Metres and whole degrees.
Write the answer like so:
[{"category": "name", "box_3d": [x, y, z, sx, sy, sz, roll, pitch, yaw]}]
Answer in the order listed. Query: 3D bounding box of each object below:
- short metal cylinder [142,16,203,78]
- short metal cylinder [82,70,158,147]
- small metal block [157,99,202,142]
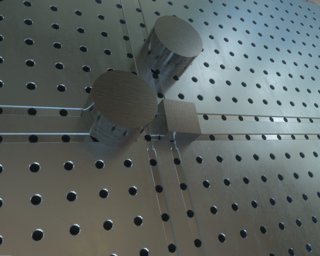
[{"category": "short metal cylinder", "box_3d": [0.018, -0.125, 0.478, 0.081, 0.050, 0.080, 14, 56, -21]}, {"category": "short metal cylinder", "box_3d": [-0.049, -0.024, 0.380, 0.081, 0.050, 0.080, 13, 56, -21]}, {"category": "small metal block", "box_3d": [0.025, -0.010, 0.427, 0.050, 0.025, 0.050, 5, 59, -26]}]
